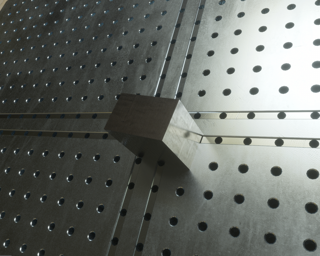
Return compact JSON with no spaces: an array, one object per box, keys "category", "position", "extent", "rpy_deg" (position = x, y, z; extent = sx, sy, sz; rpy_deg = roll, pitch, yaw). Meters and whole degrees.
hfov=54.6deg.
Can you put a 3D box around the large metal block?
[{"category":"large metal block","position":[-0.005,0.004,0.374],"extent":[0.080,0.080,0.050],"rpy_deg":[10,67,32]}]
